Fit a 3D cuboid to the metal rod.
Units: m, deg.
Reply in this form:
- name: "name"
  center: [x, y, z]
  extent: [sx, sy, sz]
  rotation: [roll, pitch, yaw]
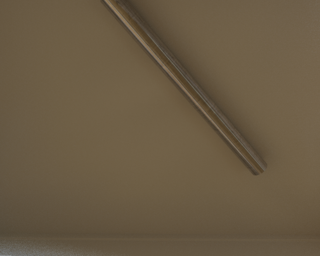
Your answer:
- name: "metal rod"
  center: [0.040, -0.048, 0.394]
  extent: [0.025, 0.025, 0.300]
  rotation: [-40, 106, 13]
